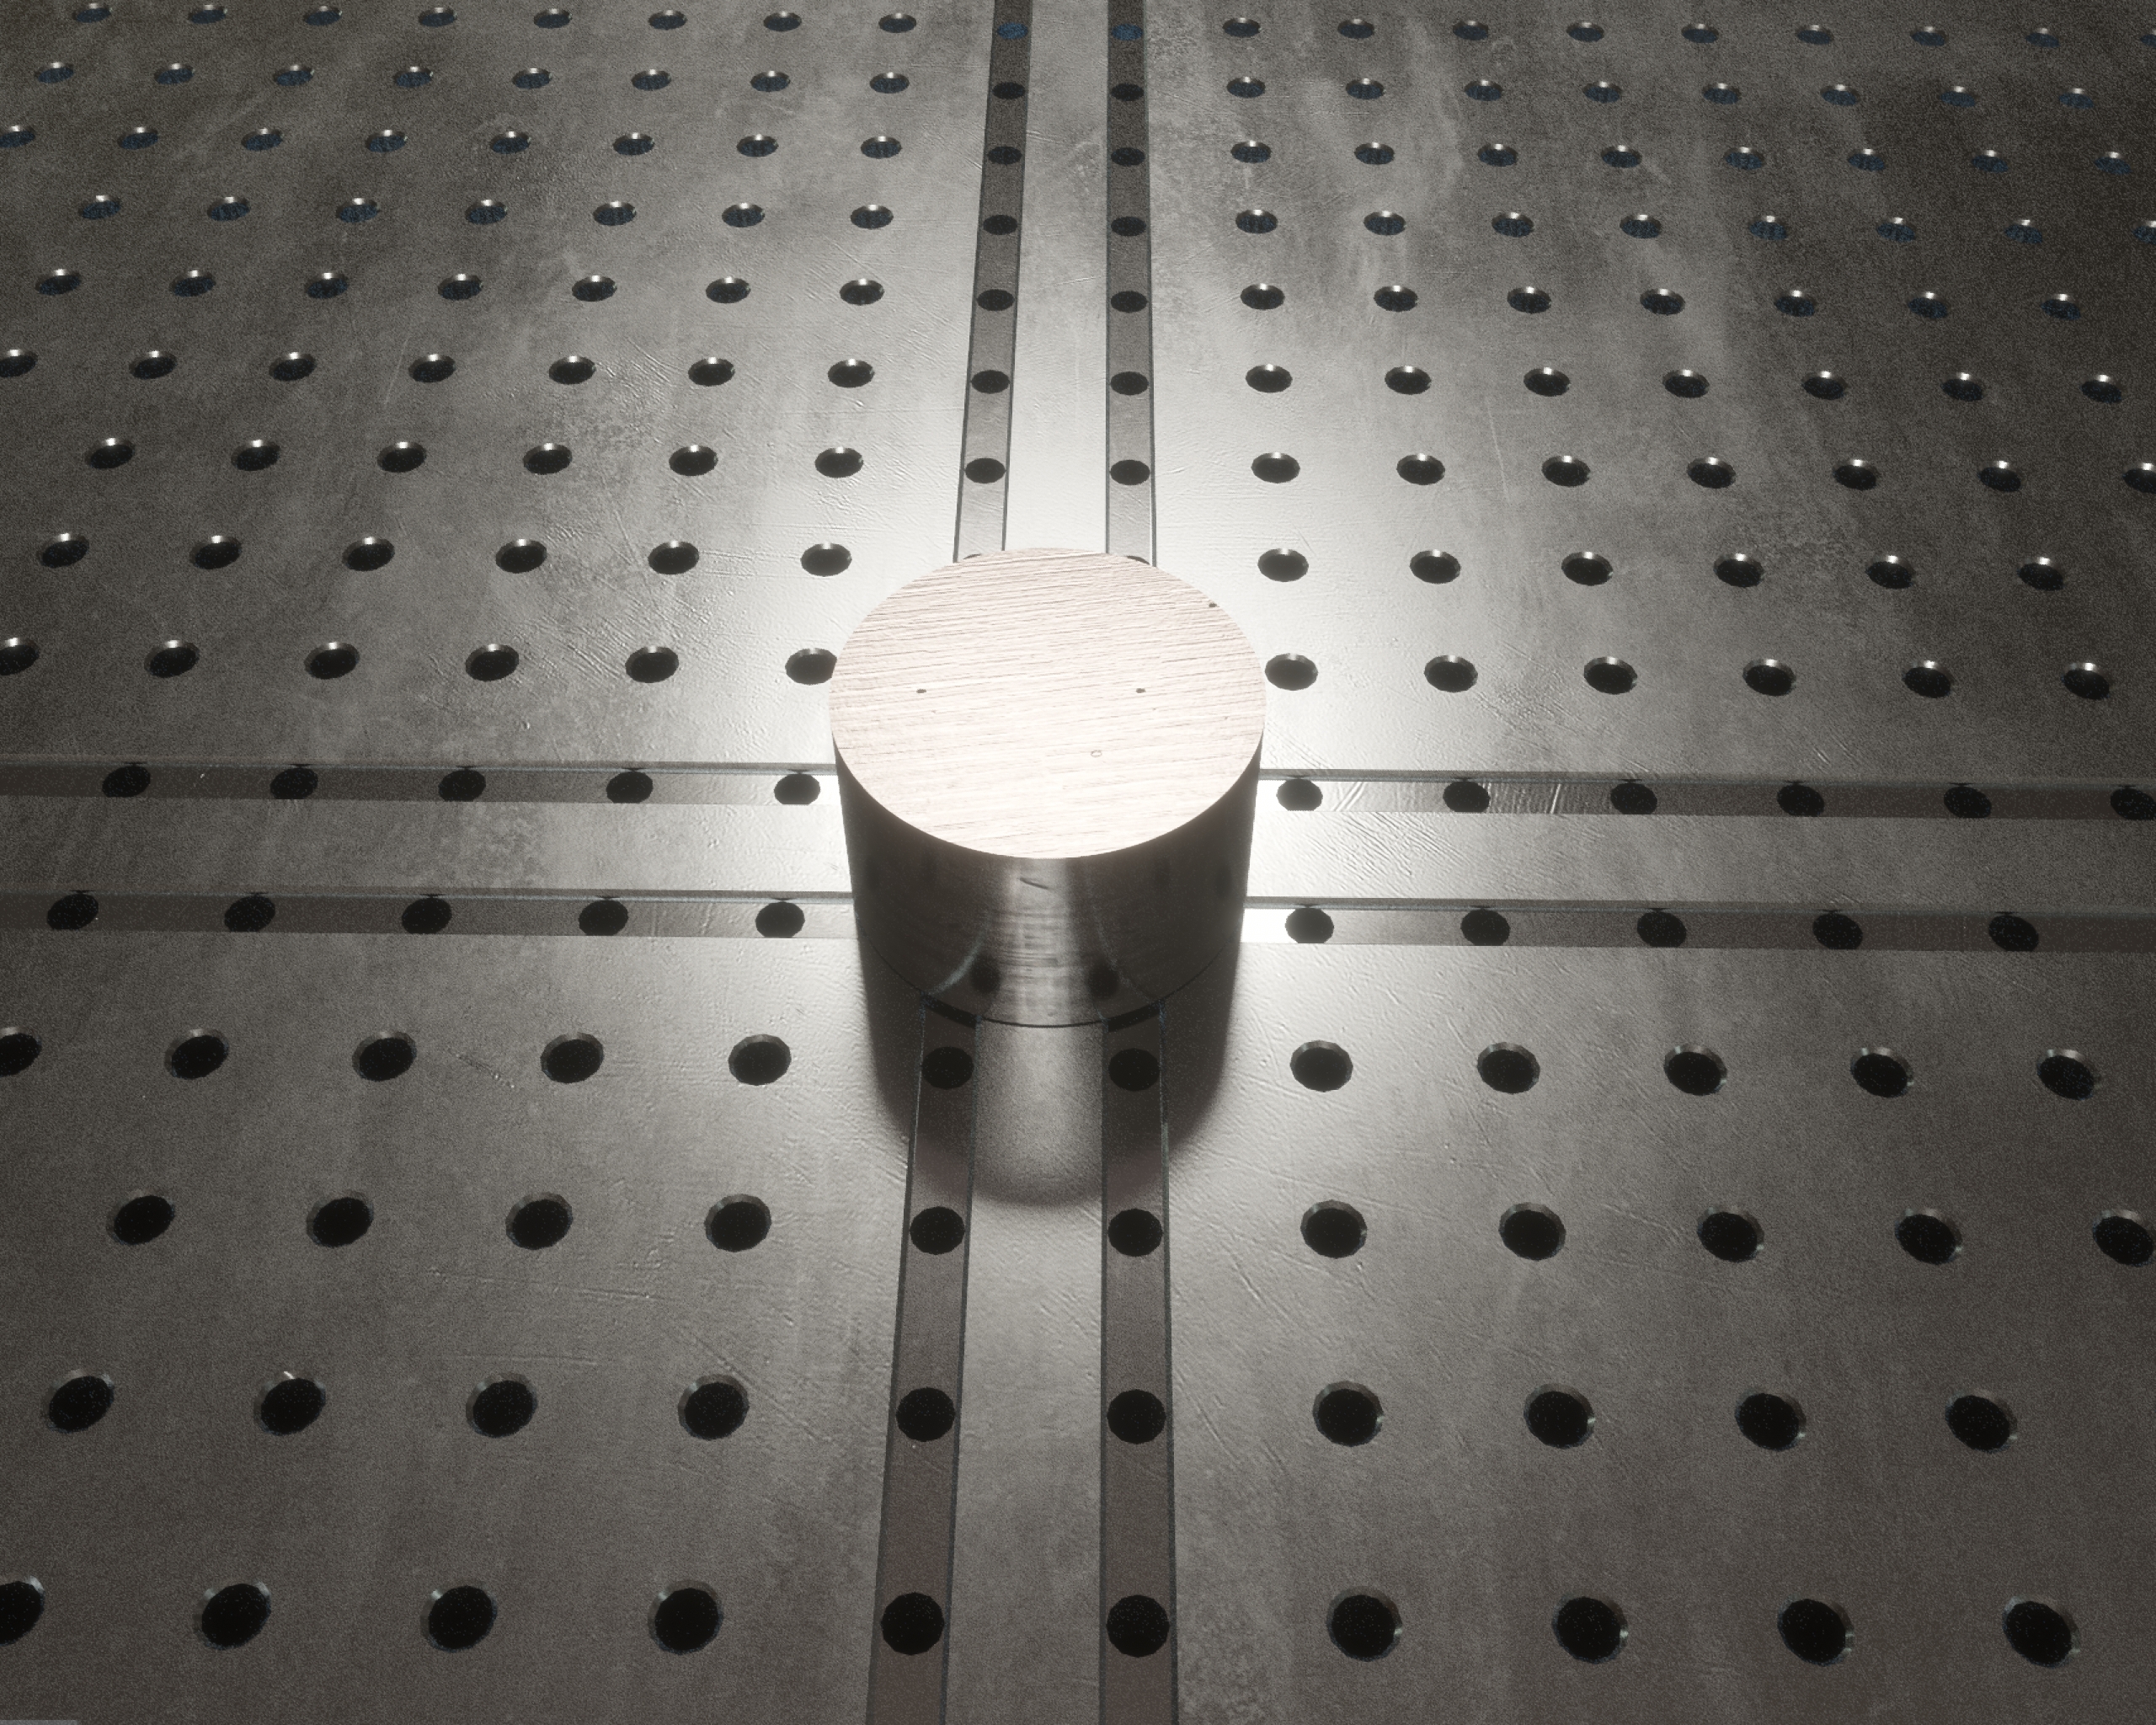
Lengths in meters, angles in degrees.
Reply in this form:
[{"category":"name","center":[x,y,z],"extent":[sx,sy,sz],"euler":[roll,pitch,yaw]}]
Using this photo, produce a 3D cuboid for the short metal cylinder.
[{"category":"short metal cylinder","center":[-0.006,-0.015,0.404],"extent":[0.081,0.050,0.080],"euler":[0,50,0]}]
